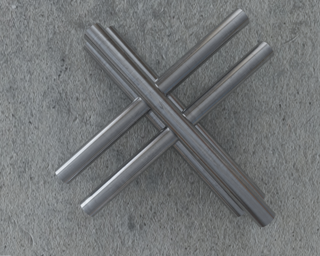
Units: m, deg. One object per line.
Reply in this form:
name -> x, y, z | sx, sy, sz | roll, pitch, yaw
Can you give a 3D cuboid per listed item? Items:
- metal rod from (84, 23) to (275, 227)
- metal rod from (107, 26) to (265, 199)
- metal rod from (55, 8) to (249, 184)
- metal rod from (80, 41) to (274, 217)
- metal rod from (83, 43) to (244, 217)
metal rod -> 0.023, -0.003, 0.361 | 0.025, 0.025, 0.300 | -43, 91, 0
metal rod -> 0.030, -0.015, 0.411 | 0.025, 0.025, 0.300 | -42, 91, 0
metal rod -> -0.009, -0.040, 0.386 | 0.300, 0.025, 0.025 | -42, 91, -1
metal rod -> 0.022, 0.001, 0.386 | 0.300, 0.025, 0.025 | -42, 91, -1
metal rod -> 0.009, -0.001, 0.411 | 0.025, 0.025, 0.300 | -42, 91, 0
